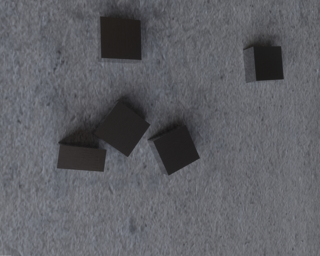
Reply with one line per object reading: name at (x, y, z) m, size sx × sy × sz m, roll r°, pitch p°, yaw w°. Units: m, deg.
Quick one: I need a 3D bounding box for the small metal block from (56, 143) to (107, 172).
small metal block at (-0.094, 0.034, 0.362) m, size 0.050 × 0.050 × 0.025 m, roll 8°, pitch 88°, yaw -20°

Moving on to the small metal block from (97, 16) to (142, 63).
small metal block at (-0.052, -0.109, 0.391) m, size 0.050 × 0.025 × 0.050 m, roll -2°, pitch 91°, yaw -20°

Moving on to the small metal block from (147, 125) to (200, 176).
small metal block at (0.018, 0.029, 0.417) m, size 0.050 × 0.025 × 0.050 m, roll -27°, pitch 99°, yaw -18°

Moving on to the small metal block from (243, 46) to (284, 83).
small metal block at (0.156, -0.096, 0.468) m, size 0.050 × 0.025 × 0.050 m, roll -6°, pitch 92°, yaw -20°

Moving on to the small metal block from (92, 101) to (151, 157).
small metal block at (-0.049, 0.001, 0.392) m, size 0.050 × 0.025 × 0.050 m, roll 38°, pitch 78°, yaw -17°
